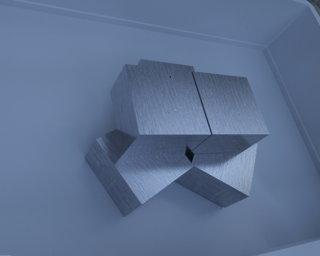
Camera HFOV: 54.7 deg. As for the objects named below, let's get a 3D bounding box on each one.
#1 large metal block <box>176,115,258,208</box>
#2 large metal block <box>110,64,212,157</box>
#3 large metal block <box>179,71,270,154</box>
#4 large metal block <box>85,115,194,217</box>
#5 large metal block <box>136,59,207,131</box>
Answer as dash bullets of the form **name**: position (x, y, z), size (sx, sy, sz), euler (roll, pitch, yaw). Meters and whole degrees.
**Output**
- **large metal block**: position (0.072, 0.043, 0.399), size (0.080, 0.050, 0.080), euler (30, 52, -9)
- **large metal block**: position (-0.002, -0.017, 0.333), size (0.081, 0.050, 0.080), euler (1, 62, -28)
- **large metal block**: position (0.070, -0.017, 0.369), size (0.081, 0.050, 0.080), euler (1, 62, -28)
- **large metal block**: position (-0.024, 0.039, 0.351), size (0.081, 0.050, 0.080), euler (-29, 78, -37)
- **large metal block**: position (0.008, -0.041, 0.417), size (0.081, 0.050, 0.080), euler (1, 61, -28)
